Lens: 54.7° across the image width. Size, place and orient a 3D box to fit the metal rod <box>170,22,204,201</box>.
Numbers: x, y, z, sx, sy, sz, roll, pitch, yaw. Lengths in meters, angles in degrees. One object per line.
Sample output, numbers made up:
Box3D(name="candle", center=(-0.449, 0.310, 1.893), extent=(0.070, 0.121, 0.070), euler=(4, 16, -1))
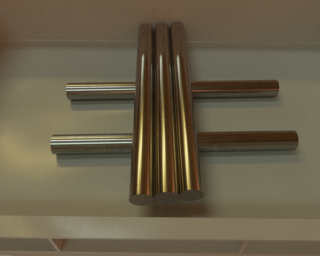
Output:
Box3D(name="metal rod", center=(0.030, -0.047, 0.409), extent=(0.025, 0.025, 0.300), euler=(-1, 50, -1))

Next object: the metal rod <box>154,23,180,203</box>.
Box3D(name="metal rod", center=(0.005, -0.045, 0.407), extent=(0.025, 0.025, 0.300), euler=(-1, 50, -1))

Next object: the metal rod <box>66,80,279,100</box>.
Box3D(name="metal rod", center=(0.019, -0.056, 0.450), extent=(0.302, 0.025, 0.025), euler=(-1, 50, -1))

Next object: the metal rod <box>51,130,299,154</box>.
Box3D(name="metal rod", center=(0.019, 0.018, 0.389), extent=(0.302, 0.025, 0.025), euler=(-1, 50, -1))

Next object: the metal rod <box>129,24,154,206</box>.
Box3D(name="metal rod", center=(-0.021, -0.043, 0.405), extent=(0.025, 0.025, 0.300), euler=(-1, 50, -1))
